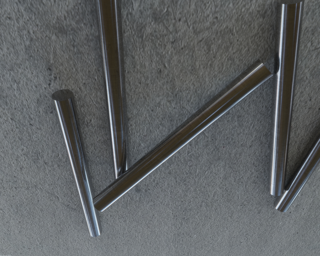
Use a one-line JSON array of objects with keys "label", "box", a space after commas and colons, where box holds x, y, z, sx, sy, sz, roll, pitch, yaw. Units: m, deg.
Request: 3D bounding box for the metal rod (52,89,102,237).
[{"label": "metal rod", "box": [-0.117, 0.074, 0.468, 0.025, 0.025, 0.298, 0, 130, 0]}]

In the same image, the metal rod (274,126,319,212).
[{"label": "metal rod", "box": [0.222, 0.018, 0.424, 0.025, 0.025, 0.298, 6, 130, -5]}]

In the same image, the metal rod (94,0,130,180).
[{"label": "metal rod", "box": [-0.054, -0.032, 0.378, 0.025, 0.025, 0.298, 1, 130, -1]}]

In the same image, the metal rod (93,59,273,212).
[{"label": "metal rod", "box": [0.015, 0.022, 0.405, 0.025, 0.025, 0.299, 37, 115, -27]}]

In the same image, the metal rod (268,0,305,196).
[{"label": "metal rod", "box": [0.155, -0.014, 0.396, 0.025, 0.025, 0.298, -9, 130, 7]}]
